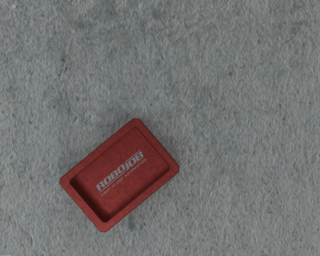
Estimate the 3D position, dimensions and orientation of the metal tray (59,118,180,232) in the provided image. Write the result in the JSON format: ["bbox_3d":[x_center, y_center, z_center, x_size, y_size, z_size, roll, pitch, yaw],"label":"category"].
[{"bbox_3d":[-0.051,0.060,0.406,0.130,0.030,0.090,-40,91,-1],"label":"metal tray"}]
